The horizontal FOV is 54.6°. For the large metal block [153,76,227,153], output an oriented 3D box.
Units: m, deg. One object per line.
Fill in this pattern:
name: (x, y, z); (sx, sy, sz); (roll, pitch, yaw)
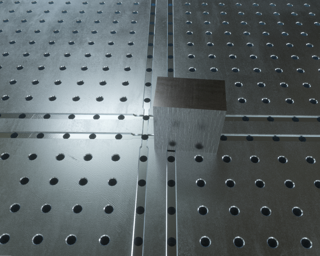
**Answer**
large metal block: (0.035, -0.015, 0.385); (0.080, 0.080, 0.050); (4, 50, 3)
